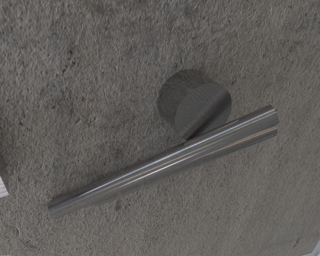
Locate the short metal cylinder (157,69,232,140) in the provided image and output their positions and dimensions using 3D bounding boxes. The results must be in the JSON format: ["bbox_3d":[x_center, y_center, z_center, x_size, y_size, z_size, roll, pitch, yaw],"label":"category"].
[{"bbox_3d":[0.044,-0.029,0.397,0.081,0.050,0.079,-14,124,-21],"label":"short metal cylinder"}]

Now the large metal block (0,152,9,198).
[{"bbox_3d":[-0.204,0.035,0.301,0.081,0.050,0.079,-17,126,-19],"label":"large metal block"}]

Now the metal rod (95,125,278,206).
[{"bbox_3d":[0.048,0.048,0.462,0.302,0.025,0.025,-19,126,-18],"label":"metal rod"}]

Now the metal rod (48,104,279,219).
[{"bbox_3d":[0.000,0.044,0.385,0.301,0.025,0.025,-24,129,5],"label":"metal rod"}]
